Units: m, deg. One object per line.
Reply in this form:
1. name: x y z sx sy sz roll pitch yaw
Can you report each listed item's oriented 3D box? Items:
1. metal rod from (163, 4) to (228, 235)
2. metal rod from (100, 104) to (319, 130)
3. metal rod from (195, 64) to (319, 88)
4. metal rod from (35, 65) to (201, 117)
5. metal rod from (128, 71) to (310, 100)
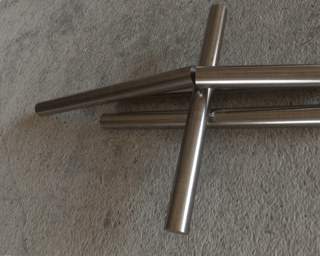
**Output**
1. metal rod: 0.048 -0.030 0.365 0.025 0.025 0.300 0 61 28
2. metal rod: 0.054 -0.011 0.382 0.300 0.025 0.025 -1 62 27
3. metal rod: 0.186 -0.052 0.307 0.301 0.025 0.025 2 62 17
4. metal rod: -0.080 -0.046 0.442 0.300 0.025 0.025 -7 58 35
5. metal rod: 0.066 -0.055 0.403 0.300 0.025 0.025 -1 62 27
